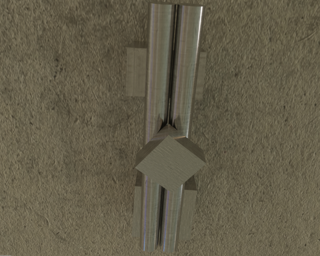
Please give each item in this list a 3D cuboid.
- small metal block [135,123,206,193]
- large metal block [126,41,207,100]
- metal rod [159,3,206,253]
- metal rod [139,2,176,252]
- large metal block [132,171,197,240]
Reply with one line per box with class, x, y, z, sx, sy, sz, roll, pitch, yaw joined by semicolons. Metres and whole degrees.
small metal block;0.010;0.032;0.319;0.050;0.025;0.050;38;111;-19
large metal block;0.006;-0.069;0.357;0.081;0.080;0.050;3;110;-1
metal rod;0.020;0.023;0.342;0.025;0.025;0.298;3;117;-1
metal rod;-0.006;0.022;0.341;0.025;0.025;0.298;3;117;-1
large metal block;0.005;0.106;0.436;0.081;0.050;0.079;5;110;-2
